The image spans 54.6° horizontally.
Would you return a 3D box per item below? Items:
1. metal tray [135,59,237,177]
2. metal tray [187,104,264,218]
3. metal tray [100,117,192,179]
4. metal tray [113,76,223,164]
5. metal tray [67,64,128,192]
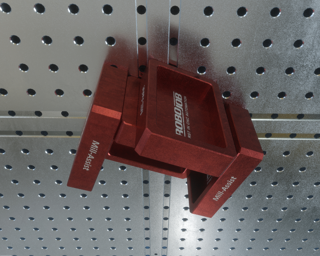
[{"bbox_3d":[0.024,-0.016,0.328,0.091,0.130,0.030,17,128,-15],"label":"metal tray"},{"bbox_3d":[0.077,0.044,0.406,0.030,0.090,0.129,17,128,-14],"label":"metal tray"},{"bbox_3d":[-0.006,0.017,0.422,0.131,0.030,0.089,17,128,-15],"label":"metal tray"},{"bbox_3d":[0.016,-0.007,0.363,0.131,0.090,0.030,17,128,-14],"label":"metal tray"},{"bbox_3d":[-0.075,0.001,0.369,0.030,0.090,0.129,17,128,-14],"label":"metal tray"}]
